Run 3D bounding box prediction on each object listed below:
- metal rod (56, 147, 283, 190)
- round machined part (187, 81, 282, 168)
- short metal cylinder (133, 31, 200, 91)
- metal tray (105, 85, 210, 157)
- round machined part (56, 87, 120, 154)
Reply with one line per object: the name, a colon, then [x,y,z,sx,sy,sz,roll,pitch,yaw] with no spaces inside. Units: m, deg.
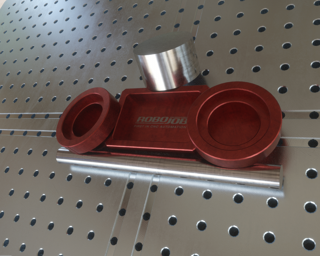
metal rod: [-0.011,0.045,0.381,0.300,0.025,0.025,2,63,29]
round machined part: [0.082,-0.001,0.343,0.098,0.042,0.098,-9,58,14]
short metal cylinder: [0.010,-0.092,0.420,0.080,0.050,0.080,-13,31,8]
metal tray: [0.000,-0.009,0.405,0.130,0.030,0.090,1,63,28]
round machined part: [-0.096,-0.006,0.441,0.098,0.042,0.098,-20,49,25]
